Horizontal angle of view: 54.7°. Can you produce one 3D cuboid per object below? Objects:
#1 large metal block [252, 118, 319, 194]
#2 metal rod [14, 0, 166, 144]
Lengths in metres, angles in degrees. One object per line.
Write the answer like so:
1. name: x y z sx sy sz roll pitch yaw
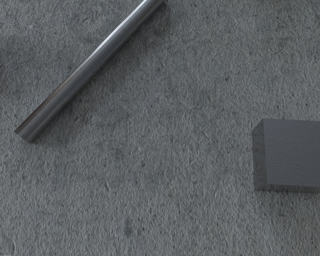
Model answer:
1. large metal block: 0.163 0.036 0.384 0.081 0.050 0.080 3 70 1
2. metal rod: -0.088 -0.099 0.443 0.025 0.025 0.300 36 73 11
